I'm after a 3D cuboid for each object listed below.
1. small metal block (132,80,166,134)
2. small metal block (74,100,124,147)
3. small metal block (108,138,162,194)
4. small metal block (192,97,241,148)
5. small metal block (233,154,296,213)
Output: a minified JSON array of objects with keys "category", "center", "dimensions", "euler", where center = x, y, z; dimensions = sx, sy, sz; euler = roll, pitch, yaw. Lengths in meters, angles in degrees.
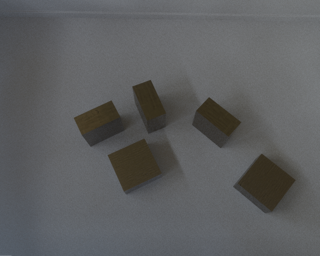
[{"category":"small metal block","center":[-0.014,-0.027,0.406],"dimensions":[0.025,0.050,0.050],"euler":[-21,72,-8]},{"category":"small metal block","center":[-0.076,-0.005,0.397],"dimensions":[0.050,0.050,0.025],"euler":[-26,73,-9]},{"category":"small metal block","center":[-0.031,0.049,0.391],"dimensions":[0.050,0.025,0.050],"euler":[-24,72,-9]},{"category":"small metal block","center":[0.071,-0.006,0.399],"dimensions":[0.050,0.050,0.025],"euler":[40,75,13]},{"category":"small metal block","center":[0.129,0.069,0.386],"dimensions":[0.050,0.025,0.050],"euler":[40,74,13]}]
